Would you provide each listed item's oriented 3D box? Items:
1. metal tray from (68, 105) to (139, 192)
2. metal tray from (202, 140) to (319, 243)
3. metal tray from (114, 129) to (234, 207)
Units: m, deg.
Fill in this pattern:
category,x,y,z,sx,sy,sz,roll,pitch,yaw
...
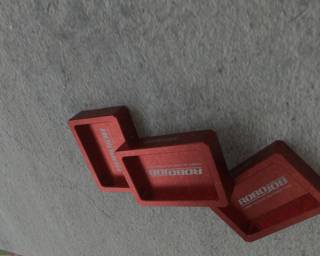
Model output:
category,x,y,z,sx,sy,sz,roll,pitch,yaw
metal tray,-0.071,0.035,0.460,0.090,0.030,0.129,-5,116,30
metal tray,0.128,0.084,0.387,0.090,0.030,0.129,44,129,-3
metal tray,0.016,0.054,0.387,0.130,0.030,0.090,-8,115,31
